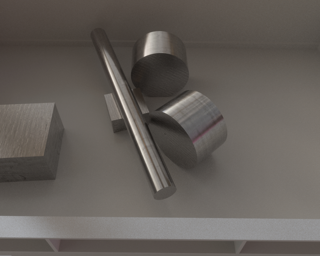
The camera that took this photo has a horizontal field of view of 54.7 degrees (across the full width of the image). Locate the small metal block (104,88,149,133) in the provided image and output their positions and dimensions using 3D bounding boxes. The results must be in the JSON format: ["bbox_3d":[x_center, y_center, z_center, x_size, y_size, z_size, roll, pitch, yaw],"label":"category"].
[{"bbox_3d":[-0.046,-0.025,0.426,0.050,0.025,0.050,-13,51,-12],"label":"small metal block"}]

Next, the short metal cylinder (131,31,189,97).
[{"bbox_3d":[-0.001,-0.090,0.445,0.081,0.080,0.050,-1,50,-1],"label":"short metal cylinder"}]

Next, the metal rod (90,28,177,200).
[{"bbox_3d":[-0.047,-0.041,0.406,0.025,0.025,0.299,-16,52,-13],"label":"metal rod"}]

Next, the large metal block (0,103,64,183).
[{"bbox_3d":[-0.167,0.017,0.372,0.081,0.050,0.080,-3,50,-3],"label":"large metal block"}]

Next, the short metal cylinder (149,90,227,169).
[{"bbox_3d":[0.032,0.002,0.368,0.050,0.080,0.080,-35,59,-26],"label":"short metal cylinder"}]
